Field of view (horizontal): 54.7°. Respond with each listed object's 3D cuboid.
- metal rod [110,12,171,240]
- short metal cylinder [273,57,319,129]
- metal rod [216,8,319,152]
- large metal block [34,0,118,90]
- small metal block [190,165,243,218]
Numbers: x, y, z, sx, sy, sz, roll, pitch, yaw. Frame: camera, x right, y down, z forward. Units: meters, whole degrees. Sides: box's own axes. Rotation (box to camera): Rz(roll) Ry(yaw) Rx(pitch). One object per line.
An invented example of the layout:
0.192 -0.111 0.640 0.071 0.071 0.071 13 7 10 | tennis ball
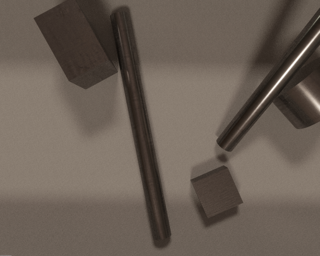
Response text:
-0.026 -0.003 0.411 0.025 0.025 0.298 -11 90 0 | metal rod
0.187 -0.044 0.386 0.080 0.080 0.050 -41 91 0 | short metal cylinder
0.159 -0.088 0.348 0.025 0.025 0.298 33 117 -1 | metal rod
-0.099 -0.099 0.383 0.050 0.080 0.080 -29 90 0 | large metal block
0.075 0.084 0.413 0.050 0.025 0.050 -24 90 -1 | small metal block
